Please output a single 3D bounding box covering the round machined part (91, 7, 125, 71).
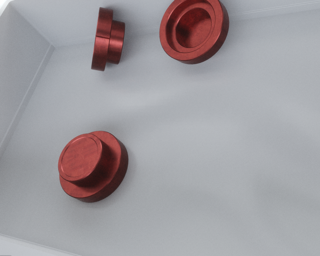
[{"bbox_3d":[-0.083,-0.140,0.499,0.042,0.097,0.098,8,57,-14],"label":"round machined part"}]

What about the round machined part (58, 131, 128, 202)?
[{"bbox_3d":[-0.096,0.046,0.415,0.098,0.042,0.098,-13,56,20],"label":"round machined part"}]

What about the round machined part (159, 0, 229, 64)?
[{"bbox_3d":[0.051,-0.137,0.436,0.098,0.042,0.097,-4,83,34],"label":"round machined part"}]
